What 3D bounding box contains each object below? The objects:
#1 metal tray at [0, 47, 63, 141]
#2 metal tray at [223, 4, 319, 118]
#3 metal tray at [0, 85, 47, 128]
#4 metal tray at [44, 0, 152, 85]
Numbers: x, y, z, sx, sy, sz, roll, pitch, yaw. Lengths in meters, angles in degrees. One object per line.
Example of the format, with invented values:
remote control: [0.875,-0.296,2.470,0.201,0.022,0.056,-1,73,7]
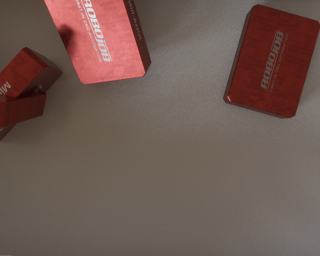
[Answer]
metal tray: [-0.181,-0.034,0.375,0.030,0.090,0.130,43,90,-8]
metal tray: [0.146,-0.086,0.410,0.090,0.030,0.129,16,90,0]
metal tray: [-0.214,-0.040,0.359,0.131,0.090,0.030,17,104,5]
metal tray: [-0.071,-0.119,0.362,0.090,0.030,0.129,-5,126,17]
